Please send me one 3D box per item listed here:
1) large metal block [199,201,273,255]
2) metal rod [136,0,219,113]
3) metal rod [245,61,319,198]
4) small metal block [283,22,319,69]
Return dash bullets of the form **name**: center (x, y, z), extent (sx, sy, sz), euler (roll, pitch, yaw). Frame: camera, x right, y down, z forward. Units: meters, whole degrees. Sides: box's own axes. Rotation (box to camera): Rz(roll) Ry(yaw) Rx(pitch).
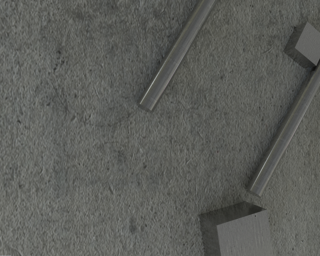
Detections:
- **large metal block**: center (0.108, 0.158, 0.437), extent (0.081, 0.050, 0.079), euler (-10, 94, -20)
- **metal rod**: center (0.053, -0.153, 0.429), extent (0.025, 0.025, 0.300), euler (33, 79, -18)
- **metal rod**: center (0.218, -0.027, 0.491), extent (0.025, 0.025, 0.300), euler (36, 78, -17)
- **small metal block**: center (0.234, -0.132, 0.498), extent (0.050, 0.025, 0.050), euler (31, 80, -18)
